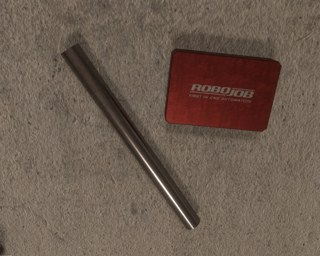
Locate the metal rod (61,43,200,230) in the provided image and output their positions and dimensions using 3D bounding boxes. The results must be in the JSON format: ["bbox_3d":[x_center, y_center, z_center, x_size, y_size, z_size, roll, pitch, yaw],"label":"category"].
[{"bbox_3d":[-0.030,0.023,0.417,0.025,0.025,0.299,-30,108,10],"label":"metal rod"}]

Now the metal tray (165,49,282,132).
[{"bbox_3d":[0.075,-0.047,0.391,0.131,0.030,0.089,5,110,-3],"label":"metal tray"}]
